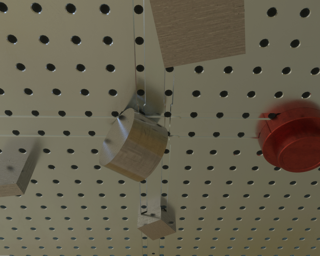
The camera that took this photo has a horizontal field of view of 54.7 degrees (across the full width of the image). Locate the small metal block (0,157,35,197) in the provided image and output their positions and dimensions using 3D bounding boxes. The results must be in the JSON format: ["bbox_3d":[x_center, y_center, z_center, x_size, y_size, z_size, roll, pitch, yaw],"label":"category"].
[{"bbox_3d":[-0.220,0.072,0.454,0.050,0.050,0.025,-7,130,5],"label":"small metal block"}]

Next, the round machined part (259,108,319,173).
[{"bbox_3d":[0.191,0.024,0.424,0.099,0.042,0.097,-1,130,0],"label":"round machined part"}]

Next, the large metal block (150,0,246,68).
[{"bbox_3d":[0.036,-0.112,0.300,0.080,0.050,0.080,-9,130,7],"label":"large metal block"}]

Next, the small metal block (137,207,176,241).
[{"bbox_3d":[-0.006,0.174,0.560,0.050,0.025,0.050,-27,126,20],"label":"small metal block"}]

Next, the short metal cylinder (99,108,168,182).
[{"bbox_3d":[-0.034,0.021,0.393,0.050,0.080,0.080,30,124,-23],"label":"short metal cylinder"}]
